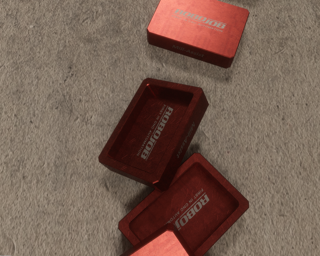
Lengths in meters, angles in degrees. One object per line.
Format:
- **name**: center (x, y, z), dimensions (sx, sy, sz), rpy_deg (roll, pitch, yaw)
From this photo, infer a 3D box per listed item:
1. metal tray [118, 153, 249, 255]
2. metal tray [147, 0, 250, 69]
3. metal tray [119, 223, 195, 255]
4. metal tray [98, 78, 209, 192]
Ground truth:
- **metal tray**: center (0.028, 0.104, 0.367), dimensions (0.130, 0.030, 0.090), rpy_deg (-41, 75, -14)
- **metal tray**: center (0.056, -0.151, 0.461), dimensions (0.131, 0.030, 0.090), rpy_deg (19, 71, 6)
- **metal tray**: center (0.011, 0.178, 0.318), dimensions (0.090, 0.030, 0.130), rpy_deg (-35, 84, 0)
- **metal tray**: center (-0.007, 0.003, 0.385), dimensions (0.090, 0.030, 0.130), rpy_deg (16, 68, 31)
